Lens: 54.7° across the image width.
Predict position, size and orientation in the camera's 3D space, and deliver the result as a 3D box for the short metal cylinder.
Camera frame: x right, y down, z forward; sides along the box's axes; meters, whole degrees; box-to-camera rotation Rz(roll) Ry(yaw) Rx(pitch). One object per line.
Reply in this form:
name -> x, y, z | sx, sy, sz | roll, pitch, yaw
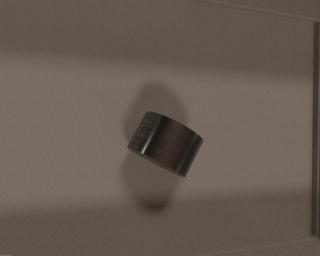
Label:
short metal cylinder -> 0.006, 0.021, 0.385 | 0.080, 0.080, 0.050 | 31, 80, -18
